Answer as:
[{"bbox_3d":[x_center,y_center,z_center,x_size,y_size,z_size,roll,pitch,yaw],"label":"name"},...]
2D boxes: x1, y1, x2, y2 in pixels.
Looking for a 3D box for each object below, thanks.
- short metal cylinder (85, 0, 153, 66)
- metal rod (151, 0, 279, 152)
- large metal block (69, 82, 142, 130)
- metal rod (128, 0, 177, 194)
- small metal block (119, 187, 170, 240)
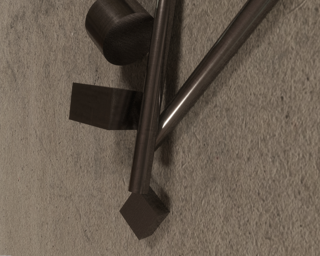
[{"bbox_3d":[-0.050,-0.130,0.409,0.080,0.081,0.050,-52,60,27],"label":"short metal cylinder"},{"bbox_3d":[0.067,-0.082,0.347,0.298,0.025,0.025,-52,60,27],"label":"metal rod"},{"bbox_3d":[-0.063,-0.029,0.419,0.080,0.081,0.050,13,99,39],"label":"large metal block"},{"bbox_3d":[-0.005,-0.070,0.384,0.025,0.025,0.298,6,87,39],"label":"metal rod"},{"bbox_3d":[-0.022,0.114,0.421,0.050,0.025,0.050,48,118,29],"label":"small metal block"}]
